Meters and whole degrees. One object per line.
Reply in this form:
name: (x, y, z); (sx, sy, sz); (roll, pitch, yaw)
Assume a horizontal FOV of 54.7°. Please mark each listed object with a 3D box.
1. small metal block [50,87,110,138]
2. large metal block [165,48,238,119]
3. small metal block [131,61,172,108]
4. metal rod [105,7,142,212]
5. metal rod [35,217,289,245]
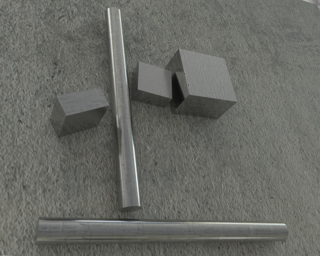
small metal block: (-0.092, -0.017, 0.350); (0.050, 0.050, 0.025); (-19, 72, -35)
large metal block: (0.058, -0.064, 0.460); (0.081, 0.050, 0.080); (5, 59, -26)
small metal block: (-0.012, -0.061, 0.436); (0.050, 0.025, 0.050); (13, 56, -21)
metal rod: (-0.052, -0.044, 0.403); (0.025, 0.025, 0.299); (6, 59, -26)
metal rod: (0.023, 0.116, 0.347); (0.302, 0.025, 0.025); (9, 58, -24)
